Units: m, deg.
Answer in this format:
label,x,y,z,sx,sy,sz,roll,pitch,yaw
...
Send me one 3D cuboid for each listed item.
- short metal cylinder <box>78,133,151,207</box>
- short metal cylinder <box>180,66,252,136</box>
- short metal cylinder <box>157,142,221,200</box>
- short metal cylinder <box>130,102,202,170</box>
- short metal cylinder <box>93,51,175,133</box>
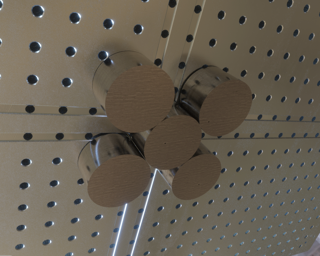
label,x,y,z,sx,sy,sz,roll,pitch,yaw
short metal cylinder,-0.059,0.054,0.396,0.081,0.050,0.079,-14,125,-21
short metal cylinder,0.074,-0.036,0.413,0.081,0.050,0.079,-14,125,-21
short metal cylinder,0.042,0.058,0.455,0.081,0.050,0.079,-14,125,-21
short metal cylinder,0.007,0.007,0.404,0.081,0.050,0.079,-14,125,-21
short metal cylinder,-0.030,-0.041,0.353,0.081,0.050,0.079,-14,125,-21
